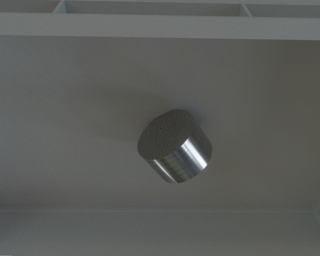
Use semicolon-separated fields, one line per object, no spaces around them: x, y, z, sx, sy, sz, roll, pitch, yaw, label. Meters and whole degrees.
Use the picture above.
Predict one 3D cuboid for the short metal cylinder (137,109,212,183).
0.019;0.023;0.393;0.080;0.080;0.050;-25;126;19;short metal cylinder
